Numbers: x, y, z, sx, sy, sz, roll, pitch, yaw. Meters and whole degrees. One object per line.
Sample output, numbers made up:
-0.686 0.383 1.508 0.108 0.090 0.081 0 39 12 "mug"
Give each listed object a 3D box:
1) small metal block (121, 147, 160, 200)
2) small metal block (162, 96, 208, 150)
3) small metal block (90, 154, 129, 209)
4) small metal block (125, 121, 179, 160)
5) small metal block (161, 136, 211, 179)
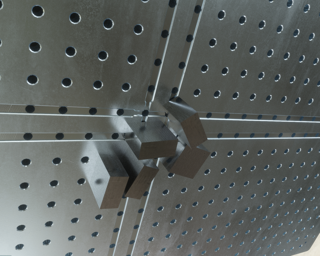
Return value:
-0.034 0.058 0.414 0.025 0.050 0.050 22 107 -37 "small metal block"
0.033 -0.007 0.410 0.025 0.050 0.050 -33 129 -7 "small metal block"
-0.067 0.069 0.402 0.025 0.050 0.050 6 115 -32 "small metal block"
-0.012 0.015 0.399 0.050 0.050 0.025 -4 120 -27 "small metal block"
0.039 0.044 0.462 0.050 0.025 0.050 22 107 -37 "small metal block"
